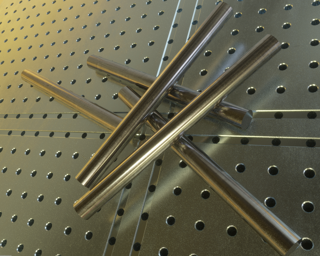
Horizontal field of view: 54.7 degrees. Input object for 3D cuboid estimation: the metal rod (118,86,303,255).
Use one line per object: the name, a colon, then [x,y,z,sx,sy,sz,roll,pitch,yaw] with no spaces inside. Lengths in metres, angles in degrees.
metal rod: [0.034,0.028,0.371,0.025,0.025,0.300,-45,51,-3]

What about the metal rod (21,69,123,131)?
metal rod: [-0.150,-0.049,0.514,0.300,0.025,0.025,26,76,36]

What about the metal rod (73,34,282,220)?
metal rod: [0.021,-0.002,0.363,0.300,0.025,0.025,-41,51,-1]

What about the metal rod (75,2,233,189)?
metal rod: [-0.002,-0.048,0.403,0.025,0.025,0.300,32,79,37]

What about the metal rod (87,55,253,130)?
metal rod: [-0.008,-0.062,0.448,0.300,0.025,0.025,26,76,36]
